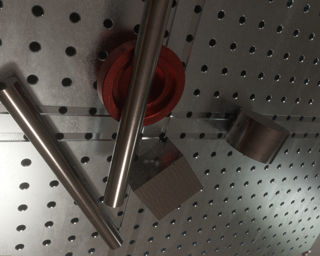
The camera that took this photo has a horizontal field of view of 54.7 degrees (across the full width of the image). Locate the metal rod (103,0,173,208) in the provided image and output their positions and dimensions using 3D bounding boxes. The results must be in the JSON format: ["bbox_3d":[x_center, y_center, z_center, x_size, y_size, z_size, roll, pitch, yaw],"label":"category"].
[{"bbox_3d":[-0.022,-0.041,0.320,0.025,0.025,0.298,1,118,-29],"label":"metal rod"}]

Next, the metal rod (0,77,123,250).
[{"bbox_3d":[-0.111,0.068,0.393,0.025,0.025,0.299,-29,129,-11],"label":"metal rod"}]

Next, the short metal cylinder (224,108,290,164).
[{"bbox_3d":[0.144,0.011,0.464,0.081,0.080,0.050,13,112,-34],"label":"short metal cylinder"}]

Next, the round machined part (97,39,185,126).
[{"bbox_3d":[-0.024,-0.054,0.355,0.099,0.042,0.097,-14,124,-21],"label":"round machined part"}]

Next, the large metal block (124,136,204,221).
[{"bbox_3d":[0.004,0.073,0.444,0.080,0.050,0.080,-36,130,-5],"label":"large metal block"}]
